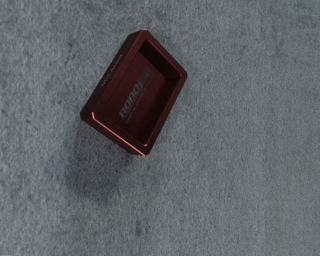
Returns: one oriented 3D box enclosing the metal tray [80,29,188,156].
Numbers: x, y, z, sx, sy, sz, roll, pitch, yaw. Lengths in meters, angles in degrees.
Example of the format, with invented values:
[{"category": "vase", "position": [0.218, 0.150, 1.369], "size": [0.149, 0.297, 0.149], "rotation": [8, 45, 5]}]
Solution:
[{"category": "metal tray", "position": [-0.026, -0.043, 0.380], "size": [0.090, 0.030, 0.130], "rotation": [40, 65, -33]}]
